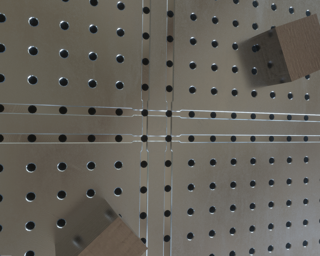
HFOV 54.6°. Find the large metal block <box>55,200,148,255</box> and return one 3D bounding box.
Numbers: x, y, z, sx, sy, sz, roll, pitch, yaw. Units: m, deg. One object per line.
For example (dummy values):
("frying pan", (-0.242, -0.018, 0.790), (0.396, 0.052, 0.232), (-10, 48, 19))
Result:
("large metal block", (-0.071, 0.137, 0.357), (0.080, 0.080, 0.050), (-42, 103, -15))

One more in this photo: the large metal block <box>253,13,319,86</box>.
("large metal block", (0.201, -0.118, 0.473), (0.081, 0.050, 0.080), (-23, 98, -19))
